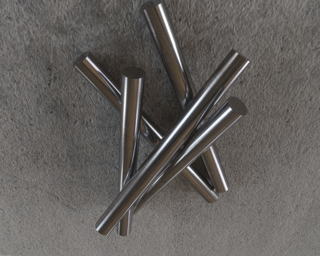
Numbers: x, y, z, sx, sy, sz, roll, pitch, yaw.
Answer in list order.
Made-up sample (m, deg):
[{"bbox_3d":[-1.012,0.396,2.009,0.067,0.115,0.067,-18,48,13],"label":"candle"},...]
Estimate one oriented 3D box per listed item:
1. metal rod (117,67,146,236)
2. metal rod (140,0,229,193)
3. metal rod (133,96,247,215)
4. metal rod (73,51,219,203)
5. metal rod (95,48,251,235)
[{"bbox_3d":[-0.044,0.055,0.419,0.025,0.025,0.298,5,130,-4],"label":"metal rod"},{"bbox_3d":[0.044,-0.015,0.394,0.025,0.025,0.299,-16,129,13],"label":"metal rod"},{"bbox_3d":[0.012,0.060,0.425,0.025,0.025,0.298,22,137,-18],"label":"metal rod"},{"bbox_3d":[-0.001,0.017,0.421,0.025,0.025,0.300,-28,125,21],"label":"metal rod"},{"bbox_3d":[0.003,0.033,0.384,0.025,0.025,0.299,28,114,-22],"label":"metal rod"}]
